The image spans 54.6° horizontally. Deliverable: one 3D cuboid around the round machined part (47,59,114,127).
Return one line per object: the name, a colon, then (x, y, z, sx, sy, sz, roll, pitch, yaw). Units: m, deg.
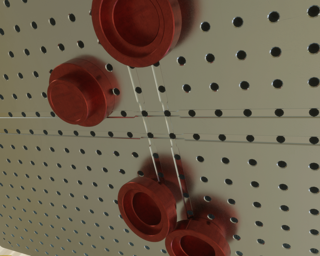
round machined part: (-0.118, -0.044, 0.436, 0.098, 0.042, 0.097, 13, 124, 21)

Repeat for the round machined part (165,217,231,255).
round machined part: (0.061, 0.178, 0.479, 0.098, 0.042, 0.097, 13, 124, 21)

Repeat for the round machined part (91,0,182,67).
round machined part: (-0.022, -0.120, 0.338, 0.098, 0.042, 0.097, 13, 124, 21)

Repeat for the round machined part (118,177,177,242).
round machined part: (-0.014, 0.119, 0.472, 0.098, 0.042, 0.097, 15, 116, 33)
